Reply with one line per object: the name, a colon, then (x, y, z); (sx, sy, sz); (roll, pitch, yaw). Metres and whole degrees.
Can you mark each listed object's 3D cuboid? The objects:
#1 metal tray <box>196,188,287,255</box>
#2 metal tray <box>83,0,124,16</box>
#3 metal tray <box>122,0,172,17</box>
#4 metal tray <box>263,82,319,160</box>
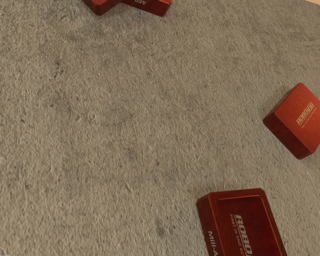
metal tray: (0.103, 0.141, 0.369); (0.091, 0.030, 0.130); (2, 61, -27)
metal tray: (-0.073, -0.245, 0.474); (0.130, 0.030, 0.090); (-41, 87, -13)
metal tray: (-0.046, -0.250, 0.527); (0.131, 0.030, 0.090); (12, 57, -22)
metal tray: (0.246, -0.016, 0.542); (0.090, 0.030, 0.131); (48, 51, 5)
